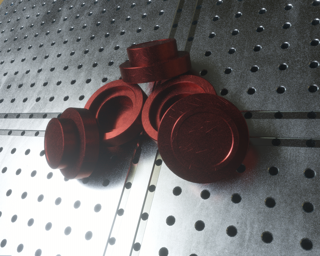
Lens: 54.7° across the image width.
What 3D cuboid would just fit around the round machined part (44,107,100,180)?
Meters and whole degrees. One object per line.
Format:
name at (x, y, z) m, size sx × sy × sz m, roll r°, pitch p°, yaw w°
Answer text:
round machined part at (-0.124, 0.021, 0.418) m, size 0.098 × 0.042 × 0.097 m, roll -3°, pitch 86°, yaw 50°

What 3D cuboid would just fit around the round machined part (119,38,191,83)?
round machined part at (-0.008, -0.096, 0.426) m, size 0.099 × 0.042 × 0.098 m, roll -10°, pitch 21°, yaw 4°

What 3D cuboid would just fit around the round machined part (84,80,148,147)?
round machined part at (-0.058, -0.017, 0.435) m, size 0.098 × 0.042 × 0.098 m, roll -13°, pitch 56°, yaw 20°

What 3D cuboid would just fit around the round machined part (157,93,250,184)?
round machined part at (0.046, 0.011, 0.331) m, size 0.099 × 0.042 × 0.097 m, roll 0°, pitch 91°, yaw 3°

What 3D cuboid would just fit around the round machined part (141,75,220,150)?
round machined part at (0.030, -0.015, 0.390) m, size 0.098 × 0.042 × 0.098 m, roll -13°, pitch 56°, yaw 20°
